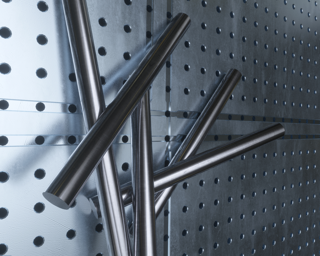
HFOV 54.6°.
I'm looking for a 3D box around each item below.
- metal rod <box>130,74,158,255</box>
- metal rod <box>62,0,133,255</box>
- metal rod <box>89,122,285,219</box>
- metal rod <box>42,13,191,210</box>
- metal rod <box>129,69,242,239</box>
[{"bbox_3d":[-0.018,0.080,0.344,0.025,0.025,0.299,11,68,-39],"label":"metal rod"},{"bbox_3d":[-0.067,-0.002,0.330,0.025,0.025,0.299,-11,90,-39],"label":"metal rod"},{"bbox_3d":[0.054,0.047,0.413,0.302,0.025,0.025,-19,102,-26],"label":"metal rod"},{"bbox_3d":[-0.027,-0.045,0.345,0.025,0.025,0.301,52,48,-27],"label":"metal rod"},{"bbox_3d":[0.045,0.023,0.445,0.025,0.025,0.301,50,61,-29],"label":"metal rod"}]
